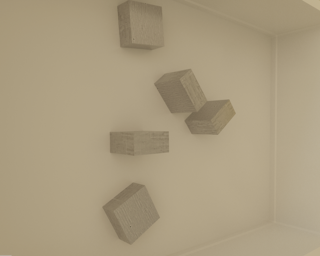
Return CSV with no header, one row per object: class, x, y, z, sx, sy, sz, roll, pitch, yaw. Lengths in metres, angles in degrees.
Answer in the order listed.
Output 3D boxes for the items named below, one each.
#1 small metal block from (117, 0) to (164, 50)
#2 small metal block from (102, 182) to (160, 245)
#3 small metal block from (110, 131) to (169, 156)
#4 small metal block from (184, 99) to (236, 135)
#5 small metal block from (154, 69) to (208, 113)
small metal block,-0.023,-0.127,0.387,0.050,0.025,0.050,-7,95,-40
small metal block,-0.034,0.103,0.378,0.050,0.025,0.050,-35,112,-34
small metal block,-0.025,0.017,0.369,0.050,0.050,0.025,-2,91,-40
small metal block,0.073,-0.016,0.451,0.050,0.050,0.025,-45,117,-31
small metal block,0.027,-0.048,0.413,0.025,0.050,0.050,-46,118,-30
